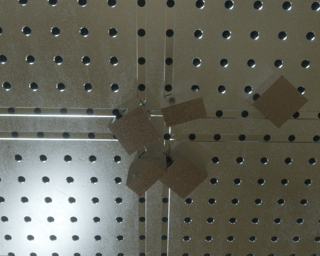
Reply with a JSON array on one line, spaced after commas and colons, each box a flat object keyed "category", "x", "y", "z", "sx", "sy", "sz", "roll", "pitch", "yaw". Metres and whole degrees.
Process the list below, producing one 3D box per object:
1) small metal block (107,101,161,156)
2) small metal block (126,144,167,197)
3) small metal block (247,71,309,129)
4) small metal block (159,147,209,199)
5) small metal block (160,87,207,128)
[{"category": "small metal block", "x": -0.033, "y": 0.000, "z": 0.413, "sx": 0.050, "sy": 0.025, "sz": 0.050, "roll": -31, "pitch": 108, "yaw": 10}, {"category": "small metal block", "x": -0.018, "y": 0.057, "z": 0.421, "sx": 0.025, "sy": 0.050, "sz": 0.050, "roll": 42, "pitch": 104, "yaw": -14}, {"category": "small metal block", "x": 0.152, "y": -0.036, "z": 0.402, "sx": 0.050, "sy": 0.025, "sz": 0.050, "roll": 39, "pitch": 105, "yaw": -14}, {"category": "small metal block", "x": 0.031, "y": 0.063, "z": 0.437, "sx": 0.050, "sy": 0.025, "sz": 0.050, "roll": 40, "pitch": 105, "yaw": -14}, {"category": "small metal block", "x": 0.028, "y": -0.027, "z": 0.391, "sx": 0.050, "sy": 0.050, "sz": 0.025, "roll": -16, "pitch": 110, "yaw": 5}]
